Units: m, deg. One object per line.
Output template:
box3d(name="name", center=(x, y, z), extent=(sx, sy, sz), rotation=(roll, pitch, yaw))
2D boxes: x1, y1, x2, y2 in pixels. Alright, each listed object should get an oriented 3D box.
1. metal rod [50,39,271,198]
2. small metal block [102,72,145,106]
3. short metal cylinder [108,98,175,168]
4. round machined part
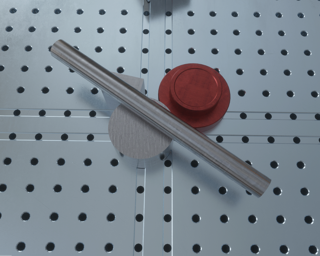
box3d(name="metal rod", center=(-0.008, -0.018, 0.365), extent=(0.300, 0.025, 0.025), rotation=(35, 74, 11))
box3d(name="small metal block", center=(-0.048, -0.049, 0.416), extent=(0.050, 0.050, 0.025), rotation=(13, 71, 4))
box3d(name="short metal cylinder", center=(-0.022, 0.007, 0.396), extent=(0.081, 0.050, 0.080), rotation=(0, 70, 0))
box3d(name="round machined part", center=(0.047, -0.046, 0.420), extent=(0.099, 0.042, 0.098), rotation=(0, 70, -1))
